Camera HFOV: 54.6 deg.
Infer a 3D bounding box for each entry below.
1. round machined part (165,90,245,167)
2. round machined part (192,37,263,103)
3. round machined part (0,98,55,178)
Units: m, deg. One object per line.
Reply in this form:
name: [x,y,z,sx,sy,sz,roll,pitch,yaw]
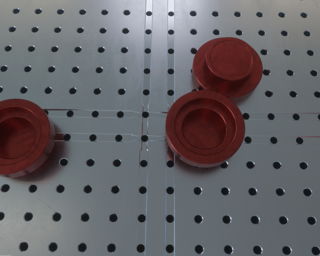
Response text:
round machined part: [0.056,0.004,0.402,0.099,0.042,0.098,0,70,0]
round machined part: [0.095,-0.087,0.435,0.099,0.042,0.098,0,70,0]
round machined part: [-0.183,0.015,0.396,0.099,0.042,0.098,0,70,0]
